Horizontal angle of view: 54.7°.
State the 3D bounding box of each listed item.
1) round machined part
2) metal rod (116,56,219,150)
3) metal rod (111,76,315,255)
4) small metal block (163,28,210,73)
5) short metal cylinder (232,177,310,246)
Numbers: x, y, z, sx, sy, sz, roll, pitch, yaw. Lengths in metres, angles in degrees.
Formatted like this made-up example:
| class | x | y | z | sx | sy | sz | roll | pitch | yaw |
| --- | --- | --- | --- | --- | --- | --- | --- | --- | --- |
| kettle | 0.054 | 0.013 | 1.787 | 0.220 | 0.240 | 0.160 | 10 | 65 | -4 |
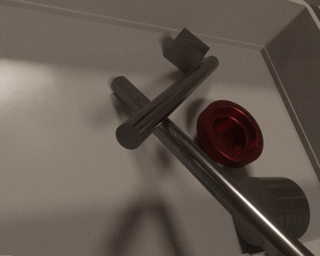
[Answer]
| class | x | y | z | sx | sy | sz | roll | pitch | yaw |
| --- | --- | --- | --- | --- | --- | --- | --- | --- | --- |
| round machined part | 0.094 | 0.012 | 0.440 | 0.099 | 0.042 | 0.098 | 14 | 56 | -21 |
| metal rod | 0.030 | -0.051 | 0.397 | 0.025 | 0.025 | 0.301 | 43 | 33 | 1 |
| metal rod | 0.029 | 0.025 | 0.325 | 0.025 | 0.025 | 0.300 | -13 | 43 | -34 |
| small metal block | 0.041 | -0.119 | 0.486 | 0.050 | 0.050 | 0.025 | 38 | 51 | -3 |
| short metal cylinder | 0.134 | 0.101 | 0.383 | 0.050 | 0.080 | 0.080 | 5 | 60 | -26 |
